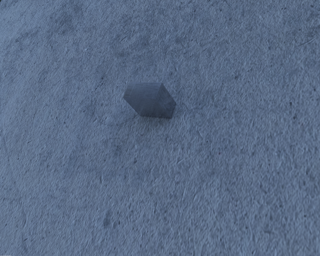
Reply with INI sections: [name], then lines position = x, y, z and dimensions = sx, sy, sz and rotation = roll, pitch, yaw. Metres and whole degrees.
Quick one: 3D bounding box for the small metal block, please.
[small metal block]
position = -0.013, -0.037, 0.417
dimensions = 0.050, 0.050, 0.025
rotation = 6, 65, 30
